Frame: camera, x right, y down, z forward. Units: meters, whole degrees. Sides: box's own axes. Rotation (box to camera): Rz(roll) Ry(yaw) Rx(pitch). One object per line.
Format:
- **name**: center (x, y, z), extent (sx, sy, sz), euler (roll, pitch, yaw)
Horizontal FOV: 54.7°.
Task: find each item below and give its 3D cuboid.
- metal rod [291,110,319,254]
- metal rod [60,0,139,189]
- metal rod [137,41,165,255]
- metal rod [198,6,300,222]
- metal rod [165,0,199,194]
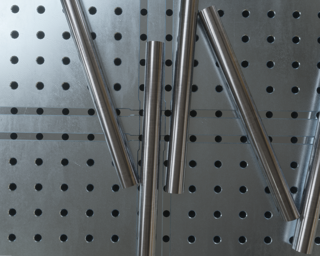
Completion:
- **metal rod**: center (0.221, 0.018, 0.416), extent (0.025, 0.025, 0.298), euler (12, 90, -1)
- **metal rod**: center (-0.086, -0.066, 0.412), extent (0.025, 0.025, 0.298), euler (-18, 90, 0)
- **metal rod**: center (-0.013, 0.036, 0.413), extent (0.025, 0.025, 0.298), euler (3, 90, -1)
- **metal rod**: center (0.119, -0.019, 0.414), extent (0.025, 0.025, 0.299), euler (-22, 90, 0)
- **metal rod**: center (0.031, -0.064, 0.413), extent (0.025, 0.025, 0.298), euler (4, 90, -1)
